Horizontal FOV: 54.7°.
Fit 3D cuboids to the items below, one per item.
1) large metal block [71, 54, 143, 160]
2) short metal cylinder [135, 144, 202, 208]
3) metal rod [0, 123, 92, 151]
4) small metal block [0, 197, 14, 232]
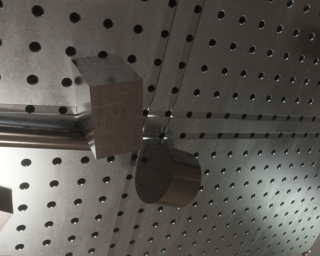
[{"bbox_3d":[-0.057,-0.026,0.330,0.050,0.080,0.079,-12,124,-22],"label":"large metal block"},{"bbox_3d":[0.010,0.066,0.424,0.050,0.080,0.080,20,108,-36],"label":"short metal cylinder"},{"bbox_3d":[-0.200,0.004,0.304,0.302,0.025,0.025,6,116,-31],"label":"metal rod"},{"bbox_3d":[-0.210,0.104,0.362,0.050,0.025,0.050,32,101,-39],"label":"small metal block"}]
